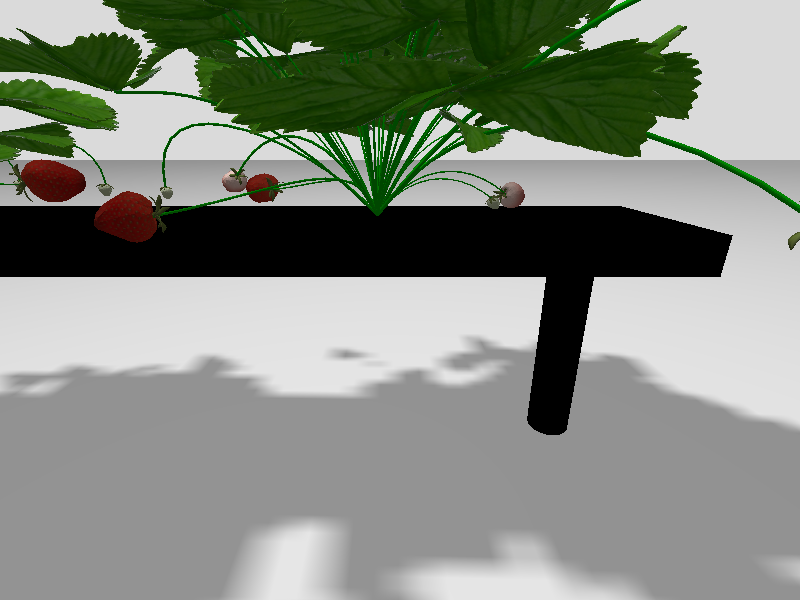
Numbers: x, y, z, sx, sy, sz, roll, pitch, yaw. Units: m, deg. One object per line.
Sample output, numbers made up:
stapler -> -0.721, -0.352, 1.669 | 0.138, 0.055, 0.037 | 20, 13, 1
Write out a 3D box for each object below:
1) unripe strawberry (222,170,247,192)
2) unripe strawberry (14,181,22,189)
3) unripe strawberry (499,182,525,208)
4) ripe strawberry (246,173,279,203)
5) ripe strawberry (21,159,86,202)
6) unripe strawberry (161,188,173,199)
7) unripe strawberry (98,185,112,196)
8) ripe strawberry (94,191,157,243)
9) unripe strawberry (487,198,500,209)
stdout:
unripe strawberry -> -0.212, -0.150, 0.511 | 0.031, 0.027, 0.031 | -21, -5, -43
unripe strawberry -> -0.455, -0.137, 0.480 | 0.011, 0.010, 0.010 | 2, 21, 5
unripe strawberry -> 0.111, -0.102, 0.392 | 0.025, 0.025, 0.023 | 4, 18, -24
ripe strawberry -> -0.145, -0.117, 0.418 | 0.034, 0.029, 0.034 | 13, 24, 31
ripe strawberry -> -0.355, -0.122, 0.412 | 0.049, 0.042, 0.049 | -13, 24, -32
unripe strawberry -> -0.230, -0.106, 0.396 | 0.010, 0.011, 0.011 | 6, 21, 14
unripe strawberry -> -0.351, -0.130, 0.477 | 0.015, 0.013, 0.013 | 17, 26, 37
ripe strawberry -> -0.168, -0.050, 0.245 | 0.032, 0.031, 0.030 | -14, 25, -32
unripe strawberry -> 0.088, -0.090, 0.375 | 0.011, 0.011, 0.013 | -41, 27, 0
